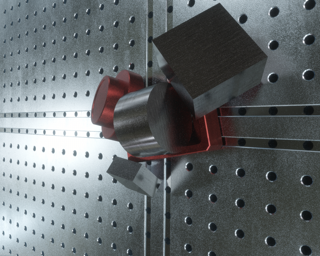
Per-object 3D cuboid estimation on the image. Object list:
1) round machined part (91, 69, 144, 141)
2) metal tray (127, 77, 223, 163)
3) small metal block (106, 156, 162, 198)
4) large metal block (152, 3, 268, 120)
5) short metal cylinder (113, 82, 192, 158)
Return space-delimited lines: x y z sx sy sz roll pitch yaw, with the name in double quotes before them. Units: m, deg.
"round machined part" -0.063 -0.033 0.420 0.098 0.042 0.098 -40 42 50
"metal tray" 0.009 -0.007 0.395 0.130 0.030 0.090 -14 81 39
"small metal block" -0.034 0.065 0.414 0.050 0.050 0.025 10 63 40
"large metal block" 0.049 -0.068 0.322 0.080 0.050 0.080 -30 67 -3
"short metal cylinder" -0.006 -0.008 0.358 0.050 0.081 0.080 -11 83 39
